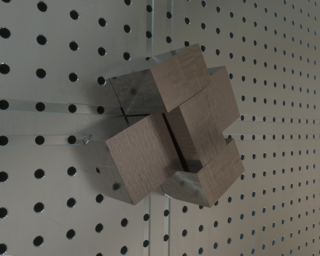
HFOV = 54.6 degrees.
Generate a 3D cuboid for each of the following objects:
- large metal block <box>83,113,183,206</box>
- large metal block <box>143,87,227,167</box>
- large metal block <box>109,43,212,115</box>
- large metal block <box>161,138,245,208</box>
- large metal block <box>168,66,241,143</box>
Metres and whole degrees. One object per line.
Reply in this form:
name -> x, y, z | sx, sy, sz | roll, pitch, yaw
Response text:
large metal block -> -0.030, 0.031, 0.368 | 0.080, 0.050, 0.080 | -33, 110, -35
large metal block -> 0.027, -0.001, 0.395 | 0.050, 0.080, 0.080 | -36, 112, -34
large metal block -> 0.001, -0.057, 0.372 | 0.080, 0.080, 0.050 | -35, 111, -34
large metal block -> 0.052, 0.055, 0.416 | 0.080, 0.080, 0.050 | -36, 112, -35
large metal block -> 0.062, -0.034, 0.443 | 0.080, 0.050, 0.080 | -36, 114, -34
